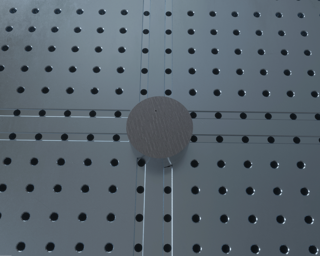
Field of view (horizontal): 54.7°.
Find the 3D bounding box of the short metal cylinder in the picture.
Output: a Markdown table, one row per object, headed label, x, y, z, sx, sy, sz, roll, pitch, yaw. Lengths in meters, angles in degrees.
| label | x | y | z | sx | sy | sz | roll | pitch | yaw |
| --- | --- | --- | --- | --- | --- | --- | --- | --- | --- |
| short metal cylinder | 0.000 | 0.006 | 0.396 | 0.081 | 0.050 | 0.080 | 0 | 70 | 0 |
